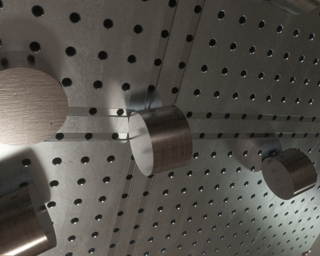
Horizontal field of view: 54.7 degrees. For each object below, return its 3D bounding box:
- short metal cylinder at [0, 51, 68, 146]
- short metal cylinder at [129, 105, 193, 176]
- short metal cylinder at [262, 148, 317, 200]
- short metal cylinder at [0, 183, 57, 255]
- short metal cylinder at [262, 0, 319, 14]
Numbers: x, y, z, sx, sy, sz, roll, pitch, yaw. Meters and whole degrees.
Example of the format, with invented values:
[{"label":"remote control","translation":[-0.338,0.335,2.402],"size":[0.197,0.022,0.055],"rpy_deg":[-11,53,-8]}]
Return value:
[{"label":"short metal cylinder","translation":[-0.136,-0.029,0.303],"size":[0.081,0.050,0.079],"rpy_deg":[-14,125,-21]},{"label":"short metal cylinder","translation":[-0.002,0.015,0.385],"size":[0.050,0.080,0.079],"rpy_deg":[-12,124,-23]},{"label":"short metal cylinder","translation":[0.230,0.082,0.555],"size":[0.050,0.080,0.079],"rpy_deg":[-20,126,-17]},{"label":"short metal cylinder","translation":[-0.160,0.111,0.358],"size":[0.050,0.080,0.080],"rpy_deg":[-23,127,-15]},{"label":"short metal cylinder","translation":[0.153,-0.177,0.352],"size":[0.050,0.080,0.079],"rpy_deg":[8,114,-32]}]
